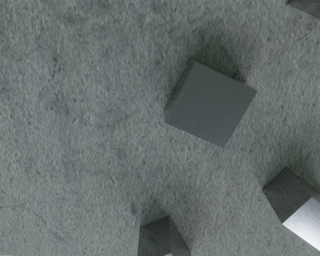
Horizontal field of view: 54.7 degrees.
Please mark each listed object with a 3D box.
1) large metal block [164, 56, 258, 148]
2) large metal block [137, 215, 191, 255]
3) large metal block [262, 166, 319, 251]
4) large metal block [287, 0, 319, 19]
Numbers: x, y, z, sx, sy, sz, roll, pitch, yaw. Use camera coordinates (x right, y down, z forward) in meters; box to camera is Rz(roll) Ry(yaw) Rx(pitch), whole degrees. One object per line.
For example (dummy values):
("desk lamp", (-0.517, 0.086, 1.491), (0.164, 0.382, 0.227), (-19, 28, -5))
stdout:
("large metal block", (0.059, -0.033, 0.385), (0.080, 0.050, 0.080), (24, 108, -9))
("large metal block", (0.009, 0.190, 0.451), (0.050, 0.080, 0.080), (-25, 109, 9))
("large metal block", (0.198, 0.110, 0.424), (0.080, 0.080, 0.050), (36, 106, -13))
("large metal block", (0.190, -0.160, 0.324), (0.050, 0.080, 0.079), (20, 109, -8))
